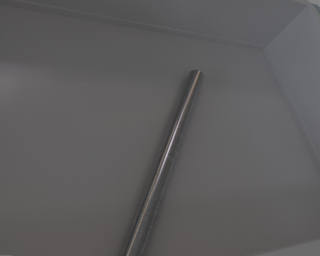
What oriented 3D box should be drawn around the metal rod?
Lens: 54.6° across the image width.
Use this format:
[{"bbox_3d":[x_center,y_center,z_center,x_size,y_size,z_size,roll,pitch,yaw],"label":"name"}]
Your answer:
[{"bbox_3d":[0.012,0.029,0.393,0.025,0.025,0.300,30,52,-10],"label":"metal rod"}]
